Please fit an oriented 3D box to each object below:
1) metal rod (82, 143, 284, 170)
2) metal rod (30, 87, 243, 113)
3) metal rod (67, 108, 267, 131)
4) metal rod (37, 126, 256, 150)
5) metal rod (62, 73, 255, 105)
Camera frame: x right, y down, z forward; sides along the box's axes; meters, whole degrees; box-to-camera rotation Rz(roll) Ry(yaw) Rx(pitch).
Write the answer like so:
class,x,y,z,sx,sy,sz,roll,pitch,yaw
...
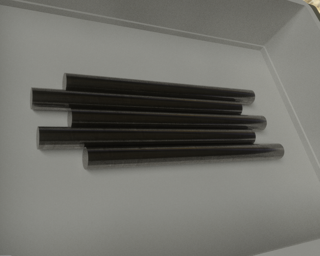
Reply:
class,x,y,z,sx,sy,sz,roll,pitch,yaw
metal rod,0.051,0.035,0.412,0.303,0.025,0.025,1,62,-28
metal rod,-0.011,-0.032,0.419,0.303,0.025,0.025,1,62,-28
metal rod,0.029,-0.009,0.427,0.303,0.025,0.025,1,62,-28
metal rod,0.004,0.012,0.400,0.303,0.025,0.025,1,62,-28
metal rod,0.017,-0.053,0.447,0.303,0.025,0.025,1,62,-28
